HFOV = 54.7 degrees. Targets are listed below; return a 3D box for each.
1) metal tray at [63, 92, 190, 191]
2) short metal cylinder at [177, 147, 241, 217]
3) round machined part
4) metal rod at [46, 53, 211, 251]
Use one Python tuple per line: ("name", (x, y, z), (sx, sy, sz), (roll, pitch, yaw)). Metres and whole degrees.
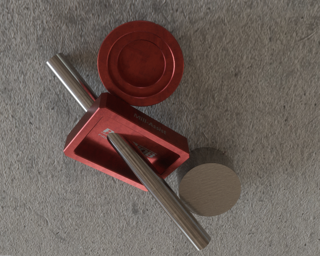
("metal tray", (-0.039, 0.023, 0.388), (0.131, 0.030, 0.090), (30, 122, -26))
("short metal cylinder", (0.064, 0.073, 0.424), (0.081, 0.050, 0.079), (0, 110, 0))
("round machined part", (-0.022, -0.078, 0.372), (0.099, 0.042, 0.097), (0, 110, 0))
("metal rod", (-0.036, 0.033, 0.391), (0.025, 0.025, 0.300), (-37, 95, 12))
